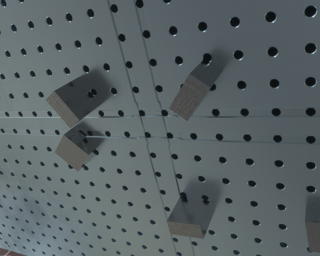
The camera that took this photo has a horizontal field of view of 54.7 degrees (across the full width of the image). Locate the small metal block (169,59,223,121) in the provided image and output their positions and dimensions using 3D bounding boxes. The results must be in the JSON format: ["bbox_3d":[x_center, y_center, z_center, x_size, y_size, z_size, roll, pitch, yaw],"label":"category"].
[{"bbox_3d":[0.040,-0.043,0.346,0.025,0.050,0.050,35,129,5],"label":"small metal block"}]

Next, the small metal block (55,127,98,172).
[{"bbox_3d":[-0.136,0.035,0.503,0.050,0.025,0.050,40,129,1],"label":"small metal block"}]

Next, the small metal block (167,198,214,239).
[{"bbox_3d":[0.045,0.130,0.451,0.050,0.050,0.025,-2,117,29],"label":"small metal block"}]

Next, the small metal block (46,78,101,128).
[{"bbox_3d":[-0.120,-0.036,0.434,0.025,0.050,0.050,-32,101,38],"label":"small metal block"}]

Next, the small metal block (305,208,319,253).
[{"bbox_3d":[0.209,0.127,0.380,0.050,0.025,0.050,-5,116,30],"label":"small metal block"}]
